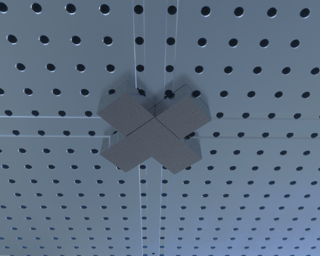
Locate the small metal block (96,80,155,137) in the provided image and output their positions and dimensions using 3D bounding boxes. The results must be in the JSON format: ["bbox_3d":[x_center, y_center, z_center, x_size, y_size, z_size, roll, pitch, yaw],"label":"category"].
[{"bbox_3d":[-0.042,-0.023,0.391,0.050,0.025,0.050,-33,123,25],"label":"small metal block"}]

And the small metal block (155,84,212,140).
[{"bbox_3d":[0.029,-0.019,0.395,0.050,0.025,0.050,-34,123,25],"label":"small metal block"}]

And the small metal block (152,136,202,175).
[{"bbox_3d":[0.024,0.034,0.441,0.050,0.025,0.050,-33,123,25],"label":"small metal block"}]

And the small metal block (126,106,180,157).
[{"bbox_3d":[-0.009,0.006,0.415,0.050,0.025,0.050,-34,123,25],"label":"small metal block"}]

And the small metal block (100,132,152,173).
[{"bbox_3d":[-0.047,0.030,0.437,0.050,0.025,0.050,-34,123,25],"label":"small metal block"}]
